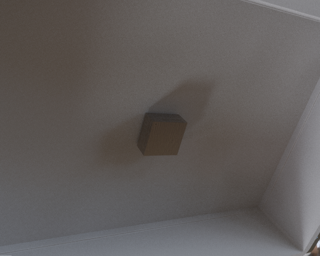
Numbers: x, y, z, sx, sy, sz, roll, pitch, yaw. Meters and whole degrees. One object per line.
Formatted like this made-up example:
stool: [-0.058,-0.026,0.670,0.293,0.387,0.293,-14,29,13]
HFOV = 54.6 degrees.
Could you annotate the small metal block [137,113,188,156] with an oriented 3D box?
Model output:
small metal block: [0.002,0.009,0.410,0.050,0.025,0.050,2,118,-29]
